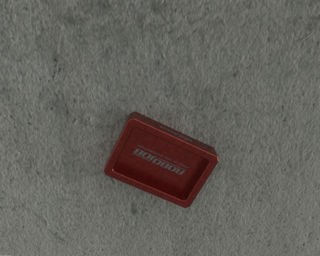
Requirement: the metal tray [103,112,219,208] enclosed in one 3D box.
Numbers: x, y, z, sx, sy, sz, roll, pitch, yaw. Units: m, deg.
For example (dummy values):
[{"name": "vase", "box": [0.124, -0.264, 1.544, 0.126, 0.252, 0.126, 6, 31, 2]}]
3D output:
[{"name": "metal tray", "box": [0.001, 0.045, 0.423, 0.131, 0.030, 0.089, 25, 108, -10]}]
